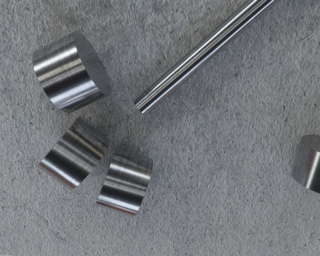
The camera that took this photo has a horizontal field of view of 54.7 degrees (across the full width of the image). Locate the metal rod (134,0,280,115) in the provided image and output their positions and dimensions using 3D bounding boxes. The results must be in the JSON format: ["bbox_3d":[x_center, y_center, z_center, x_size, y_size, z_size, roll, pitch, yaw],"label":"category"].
[{"bbox_3d":[0.087,-0.120,0.366,0.300,0.025,0.025,-40,106,13],"label":"metal rod"}]

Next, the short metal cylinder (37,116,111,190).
[{"bbox_3d":[-0.108,0.031,0.391,0.050,0.080,0.080,40,105,-14],"label":"short metal cylinder"}]

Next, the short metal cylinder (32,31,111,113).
[{"bbox_3d":[-0.099,-0.063,0.356,0.050,0.080,0.080,-23,109,8],"label":"short metal cylinder"}]

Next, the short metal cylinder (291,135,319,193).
[{"bbox_3d":[0.218,0.047,0.400,0.081,0.080,0.050,6,110,-3],"label":"short metal cylinder"}]

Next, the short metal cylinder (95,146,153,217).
[{"bbox_3d":[-0.047,0.070,0.406,0.050,0.080,0.079,20,109,-8],"label":"short metal cylinder"}]
